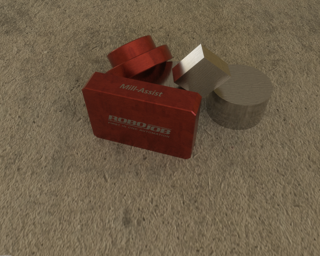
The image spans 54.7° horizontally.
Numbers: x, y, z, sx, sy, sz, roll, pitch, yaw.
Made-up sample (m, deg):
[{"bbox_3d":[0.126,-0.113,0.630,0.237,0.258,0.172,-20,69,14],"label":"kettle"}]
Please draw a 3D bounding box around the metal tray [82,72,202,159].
[{"bbox_3d":[-0.021,-0.013,0.373,0.131,0.090,0.030,13,52,10],"label":"metal tray"}]

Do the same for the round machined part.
[{"bbox_3d":[-0.035,-0.097,0.438,0.099,0.098,0.042,-30,100,-23],"label":"round machined part"}]

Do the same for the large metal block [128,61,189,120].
[{"bbox_3d":[-0.003,-0.047,0.430,0.081,0.050,0.080,-1,50,-1],"label":"large metal block"}]

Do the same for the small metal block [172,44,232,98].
[{"bbox_3d":[0.052,-0.069,0.388,0.050,0.050,0.025,26,43,-34],"label":"small metal block"}]

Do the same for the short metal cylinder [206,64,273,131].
[{"bbox_3d":[0.107,-0.043,0.426,0.081,0.050,0.080,0,50,0],"label":"short metal cylinder"}]
